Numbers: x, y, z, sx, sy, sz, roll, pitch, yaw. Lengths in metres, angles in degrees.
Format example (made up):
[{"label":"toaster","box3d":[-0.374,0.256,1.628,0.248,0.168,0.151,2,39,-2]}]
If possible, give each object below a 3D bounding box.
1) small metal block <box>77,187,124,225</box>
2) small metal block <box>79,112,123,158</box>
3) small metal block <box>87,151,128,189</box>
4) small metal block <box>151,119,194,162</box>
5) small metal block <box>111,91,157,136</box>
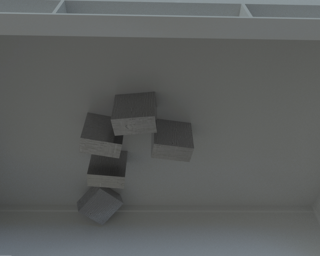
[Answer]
[{"label":"small metal block","box3d":[-0.096,0.120,0.498,0.050,0.025,0.050,-47,119,3]},{"label":"small metal block","box3d":[-0.073,0.009,0.399,0.050,0.050,0.025,10,129,-9]},{"label":"small metal block","box3d":[-0.074,0.057,0.440,0.050,0.050,0.025,6,130,-5]},{"label":"small metal block","box3d":[0.015,0.015,0.406,0.050,0.050,0.025,7,130,-7]},{"label":"small metal block","box3d":[-0.030,-0.018,0.377,0.050,0.050,0.025,-4,130,3]}]
